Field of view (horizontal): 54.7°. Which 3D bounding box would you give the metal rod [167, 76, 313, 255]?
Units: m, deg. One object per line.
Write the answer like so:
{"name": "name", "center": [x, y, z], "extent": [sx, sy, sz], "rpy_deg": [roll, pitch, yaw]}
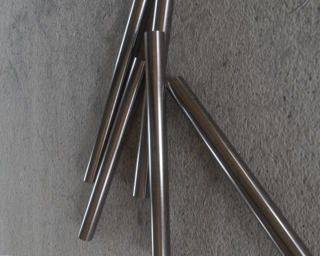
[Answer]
{"name": "metal rod", "center": [0.091, 0.060, 0.329], "extent": [0.025, 0.025, 0.299], "rpy_deg": [-47, 62, 30]}

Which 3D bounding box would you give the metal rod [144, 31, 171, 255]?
{"name": "metal rod", "center": [-0.002, 0.032, 0.391], "extent": [0.025, 0.025, 0.298], "rpy_deg": [2, 96, 40]}

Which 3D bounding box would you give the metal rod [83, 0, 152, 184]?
{"name": "metal rod", "center": [-0.064, -0.053, 0.458], "extent": [0.025, 0.025, 0.298], "rpy_deg": [29, 108, 36]}

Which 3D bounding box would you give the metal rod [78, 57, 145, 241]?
{"name": "metal rod", "center": [-0.072, 0.041, 0.464], "extent": [0.025, 0.025, 0.298], "rpy_deg": [32, 110, 35]}

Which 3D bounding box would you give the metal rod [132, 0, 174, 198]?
{"name": "metal rod", "center": [-0.007, -0.055, 0.410], "extent": [0.025, 0.025, 0.298], "rpy_deg": [12, 97, 39]}
